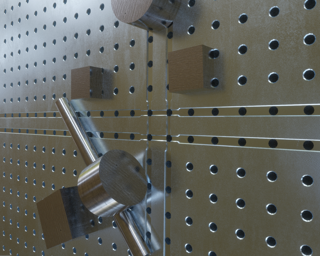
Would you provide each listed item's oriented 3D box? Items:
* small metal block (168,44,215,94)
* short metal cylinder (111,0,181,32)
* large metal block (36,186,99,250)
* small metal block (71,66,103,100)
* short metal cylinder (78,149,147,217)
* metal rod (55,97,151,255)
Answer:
[{"bbox_3d":[0.038,-0.070,0.378,0.050,0.025,0.050,-2,89,40],"label":"small metal block"},{"bbox_3d":[-0.019,-0.173,0.409,0.080,0.050,0.080,0,90,40],"label":"short metal cylinder"},{"bbox_3d":[-0.158,0.150,0.524,0.080,0.050,0.080,-32,70,35],"label":"large metal block"},{"bbox_3d":[-0.121,-0.072,0.510,0.050,0.025,0.050,0,90,40],"label":"small metal block"},{"bbox_3d":[-0.064,0.076,0.427,0.050,0.081,0.080,-35,69,35],"label":"short metal cylinder"},{"bbox_3d":[-0.099,0.067,0.491,0.025,0.025,0.299,-49,61,29],"label":"metal rod"}]
